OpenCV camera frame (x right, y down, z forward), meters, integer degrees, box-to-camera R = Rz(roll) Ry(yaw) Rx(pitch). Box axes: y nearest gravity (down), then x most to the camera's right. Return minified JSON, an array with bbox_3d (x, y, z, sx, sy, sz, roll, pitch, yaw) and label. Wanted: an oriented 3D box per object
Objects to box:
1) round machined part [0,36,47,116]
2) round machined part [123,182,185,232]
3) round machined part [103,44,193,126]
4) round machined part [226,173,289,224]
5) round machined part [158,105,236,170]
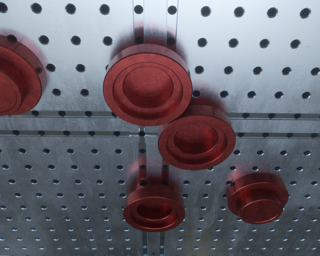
[{"bbox_3d":[-0.186,-0.052,0.353,0.099,0.042,0.097,-1,130,0],"label":"round machined part"},{"bbox_3d":[-0.009,0.126,0.508,0.099,0.042,0.097,-1,130,0],"label":"round machined part"},{"bbox_3d":[-0.013,-0.052,0.356,0.099,0.042,0.097,-1,130,0],"label":"round machined part"},{"bbox_3d":[0.160,0.121,0.506,0.099,0.042,0.097,-1,130,0],"label":"round machined part"},{"bbox_3d":[0.047,0.008,0.408,0.099,0.042,0.097,-1,130,0],"label":"round machined part"}]
